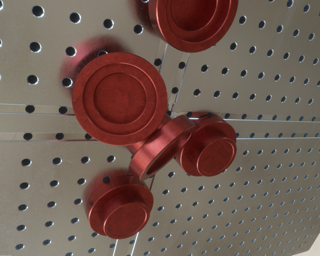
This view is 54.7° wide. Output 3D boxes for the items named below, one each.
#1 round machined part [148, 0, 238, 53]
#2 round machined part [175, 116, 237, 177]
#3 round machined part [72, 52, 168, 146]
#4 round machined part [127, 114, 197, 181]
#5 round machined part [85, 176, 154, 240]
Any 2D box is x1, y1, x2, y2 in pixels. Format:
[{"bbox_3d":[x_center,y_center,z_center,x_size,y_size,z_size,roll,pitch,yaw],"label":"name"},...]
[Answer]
[{"bbox_3d":[0.032,-0.136,0.336,0.099,0.042,0.097,-14,125,-21],"label":"round machined part"},{"bbox_3d":[0.075,0.034,0.464,0.099,0.042,0.097,-14,124,-21],"label":"round machined part"},{"bbox_3d":[-0.043,-0.033,0.341,0.099,0.042,0.097,-1,100,-8],"label":"round machined part"},{"bbox_3d":[-0.003,0.018,0.391,0.098,0.042,0.098,-41,166,-13],"label":"round machined part"},{"bbox_3d":[-0.054,0.121,0.447,0.099,0.042,0.097,-14,125,-21],"label":"round machined part"}]
